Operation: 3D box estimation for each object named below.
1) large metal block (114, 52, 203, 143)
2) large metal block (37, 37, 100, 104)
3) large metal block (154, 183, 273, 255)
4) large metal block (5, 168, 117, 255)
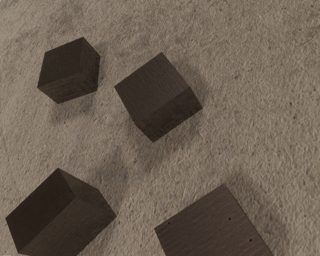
[{"bbox_3d":[-0.003,-0.041,0.414,0.080,0.050,0.080,-35,52,4],"label":"large metal block"},{"bbox_3d":[-0.152,-0.096,0.524,0.080,0.050,0.080,-15,56,19],"label":"large metal block"},{"bbox_3d":[0.053,0.113,0.290,0.080,0.050,0.080,-34,52,5],"label":"large metal block"},{"bbox_3d":[-0.112,0.104,0.362,0.080,0.080,0.050,-45,51,-3],"label":"large metal block"}]
